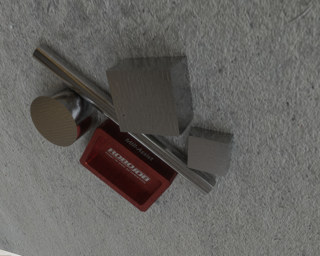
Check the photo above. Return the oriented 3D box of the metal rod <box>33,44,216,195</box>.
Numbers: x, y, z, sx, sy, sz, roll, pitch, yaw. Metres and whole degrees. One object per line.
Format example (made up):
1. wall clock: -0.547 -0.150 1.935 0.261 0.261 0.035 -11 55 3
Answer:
1. metal rod: -0.049 -0.012 0.424 0.300 0.025 0.025 39 129 1

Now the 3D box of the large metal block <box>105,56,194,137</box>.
1. large metal block: -0.009 -0.039 0.371 0.080 0.050 0.079 4 121 25

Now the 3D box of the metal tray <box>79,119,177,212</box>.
1. metal tray: -0.050 0.058 0.466 0.130 0.030 0.089 38 129 2

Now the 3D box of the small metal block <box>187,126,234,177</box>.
1. small metal block: 0.063 0.029 0.393 0.050 0.025 0.050 12 124 21

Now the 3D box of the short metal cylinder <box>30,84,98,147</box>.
1. short metal cylinder: -0.138 -0.020 0.450 0.080 0.050 0.079 13 124 20
